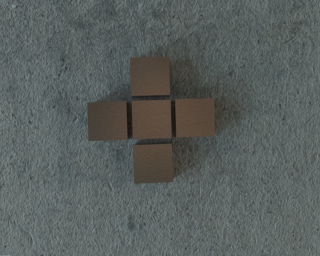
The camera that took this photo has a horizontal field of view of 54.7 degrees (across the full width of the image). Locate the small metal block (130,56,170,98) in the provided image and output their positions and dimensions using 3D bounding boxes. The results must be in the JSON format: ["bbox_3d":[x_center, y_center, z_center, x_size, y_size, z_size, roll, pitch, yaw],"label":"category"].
[{"bbox_3d":[-0.013,-0.067,0.411,0.050,0.025,0.050,-2,90,-1],"label":"small metal block"}]

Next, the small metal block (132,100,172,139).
[{"bbox_3d":[-0.011,-0.011,0.411,0.050,0.025,0.050,-2,90,-1],"label":"small metal block"}]

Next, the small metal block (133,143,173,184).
[{"bbox_3d":[-0.009,0.046,0.411,0.050,0.025,0.050,-2,90,-1],"label":"small metal block"}]

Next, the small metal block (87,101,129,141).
[{"bbox_3d":[-0.068,-0.009,0.410,0.050,0.025,0.050,-2,90,-1],"label":"small metal block"}]

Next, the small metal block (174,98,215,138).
[{"bbox_3d":[0.045,-0.013,0.412,0.050,0.025,0.050,-2,90,-1],"label":"small metal block"}]
